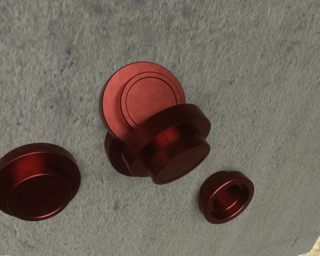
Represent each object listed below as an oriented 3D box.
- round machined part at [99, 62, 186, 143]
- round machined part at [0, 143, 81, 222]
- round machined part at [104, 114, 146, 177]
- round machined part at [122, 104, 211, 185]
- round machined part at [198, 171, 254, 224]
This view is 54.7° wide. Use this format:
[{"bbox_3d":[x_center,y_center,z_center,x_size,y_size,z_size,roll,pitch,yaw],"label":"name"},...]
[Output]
[{"bbox_3d":[-0.015,-0.026,0.345,0.099,0.042,0.097,0,89,-20],"label":"round machined part"},{"bbox_3d":[-0.142,0.069,0.362,0.099,0.042,0.097,-14,125,-21],"label":"round machined part"},{"bbox_3d":[-0.019,0.025,0.403,0.099,0.042,0.097,-14,125,-21],"label":"round machined part"},{"bbox_3d":[0.013,0.023,0.324,0.099,0.042,0.098,-27,153,-14],"label":"round machined part"},{"bbox_3d":[0.107,0.112,0.526,0.099,0.042,0.097,-14,125,-21],"label":"round machined part"}]
